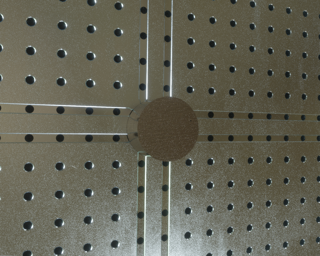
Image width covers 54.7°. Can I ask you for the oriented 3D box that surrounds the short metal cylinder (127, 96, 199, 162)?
[{"bbox_3d":[0.003,0.001,0.401,0.081,0.050,0.079,0,90,-21],"label":"short metal cylinder"}]
